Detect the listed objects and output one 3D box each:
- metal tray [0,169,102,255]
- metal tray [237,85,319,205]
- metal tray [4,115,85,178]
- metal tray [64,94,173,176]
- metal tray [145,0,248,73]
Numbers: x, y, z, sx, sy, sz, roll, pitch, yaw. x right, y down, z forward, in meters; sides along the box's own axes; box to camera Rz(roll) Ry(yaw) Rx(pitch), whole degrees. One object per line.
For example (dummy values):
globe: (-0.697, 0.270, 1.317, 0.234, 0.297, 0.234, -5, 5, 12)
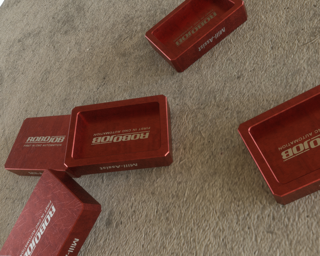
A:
metal tray: (-0.135, 0.127, 0.375, 0.090, 0.030, 0.130, 29, 91, 37)
metal tray: (0.158, 0.009, 0.312, 0.130, 0.030, 0.090, -28, 52, 10)
metal tray: (-0.166, 0.027, 0.471, 0.130, 0.030, 0.090, -3, 60, 26)
metal tray: (-0.052, 0.009, 0.402, 0.131, 0.030, 0.090, -7, 58, 8)
metal tray: (0.052, -0.153, 0.467, 0.130, 0.030, 0.090, -39, 51, 1)
